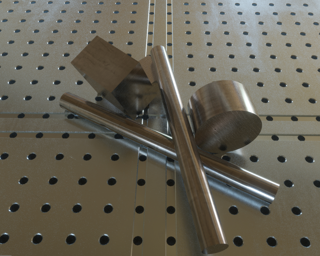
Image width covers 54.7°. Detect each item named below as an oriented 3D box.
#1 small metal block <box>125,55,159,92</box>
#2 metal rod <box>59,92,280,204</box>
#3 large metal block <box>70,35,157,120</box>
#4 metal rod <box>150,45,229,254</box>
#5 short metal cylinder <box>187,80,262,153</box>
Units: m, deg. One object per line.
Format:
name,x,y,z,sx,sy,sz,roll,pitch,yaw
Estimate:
small metal block,-0.017,-0.080,0.475,0.050,0.025,0.050,35,58,26
metal rod,-0.003,0.017,0.392,0.301,0.025,0.025,23,54,18
large metal block,-0.059,-0.066,0.418,0.080,0.080,0.050,36,81,26
metal rod,0.024,-0.003,0.376,0.025,0.025,0.300,-8,50,-7
short metal cylinder,0.078,-0.013,0.383,0.081,0.080,0.050,-5,50,-4
